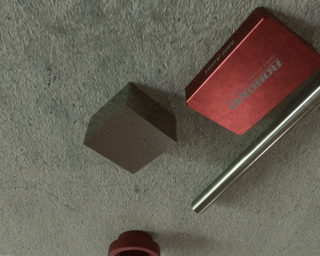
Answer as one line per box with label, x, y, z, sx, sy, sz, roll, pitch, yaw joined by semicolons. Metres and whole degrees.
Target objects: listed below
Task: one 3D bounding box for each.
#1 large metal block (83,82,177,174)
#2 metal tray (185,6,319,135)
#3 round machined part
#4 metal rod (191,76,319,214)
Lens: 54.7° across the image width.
large metal block;-0.036;0.003;0.393;0.080;0.050;0.080;37;121;-27
metal tray;0.102;-0.058;0.356;0.090;0.030;0.129;27;125;-22
round machined part;-0.048;0.233;0.594;0.099;0.042;0.097;0;130;0
metal rod;0.135;0.034;0.437;0.025;0.025;0.298;23;127;-18
